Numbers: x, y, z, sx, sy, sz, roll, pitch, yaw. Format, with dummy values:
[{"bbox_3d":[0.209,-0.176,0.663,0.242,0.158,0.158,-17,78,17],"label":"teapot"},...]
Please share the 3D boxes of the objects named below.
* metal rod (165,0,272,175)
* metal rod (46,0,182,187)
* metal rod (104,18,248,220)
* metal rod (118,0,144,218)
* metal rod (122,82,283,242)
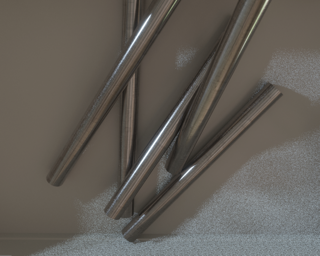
[{"bbox_3d":[0.055,-0.043,0.328,0.025,0.025,0.298,14,136,-6],"label":"metal rod"},{"bbox_3d":[-0.066,-0.036,0.376,0.025,0.025,0.298,32,114,-12],"label":"metal rod"},{"bbox_3d":[0.017,-0.006,0.393,0.025,0.025,0.299,32,101,-11],"label":"metal rod"},{"bbox_3d":[-0.041,-0.014,0.405,0.025,0.025,0.298,4,110,-2],"label":"metal rod"},{"bbox_3d":[0.050,0.056,0.432,0.025,0.025,0.299,39,105,-13],"label":"metal rod"}]
